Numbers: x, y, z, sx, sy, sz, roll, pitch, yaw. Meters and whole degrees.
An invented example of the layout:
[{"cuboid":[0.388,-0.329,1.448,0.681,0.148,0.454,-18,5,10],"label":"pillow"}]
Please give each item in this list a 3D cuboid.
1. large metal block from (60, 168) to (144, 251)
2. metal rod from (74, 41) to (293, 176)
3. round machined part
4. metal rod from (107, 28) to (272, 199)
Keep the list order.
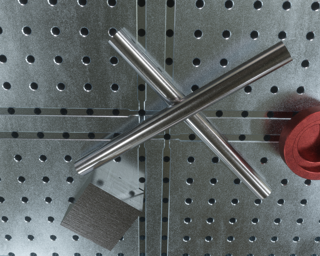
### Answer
[{"cuboid":[-0.080,0.113,0.441,0.080,0.050,0.080,33,107,-12],"label":"large metal block"},{"cuboid":[0.013,-0.014,0.383,0.300,0.025,0.025,-29,108,20],"label":"metal rod"},{"cuboid":[0.208,0.017,0.414,0.099,0.042,0.097,0,110,-1],"label":"round machined part"},{"cuboid":[0.048,-0.009,0.410,0.025,0.025,0.300,-42,106,13],"label":"metal rod"}]
